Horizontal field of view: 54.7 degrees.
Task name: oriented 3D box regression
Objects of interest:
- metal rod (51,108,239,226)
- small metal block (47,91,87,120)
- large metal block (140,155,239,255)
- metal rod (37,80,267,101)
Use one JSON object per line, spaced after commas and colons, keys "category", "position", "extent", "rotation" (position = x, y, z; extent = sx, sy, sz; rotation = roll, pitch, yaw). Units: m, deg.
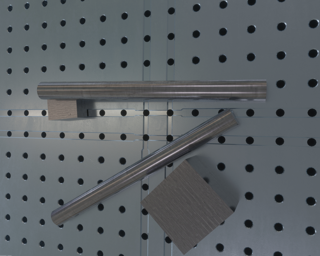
{"category": "metal rod", "position": [-0.032, 0.060, 0.423], "extent": [0.300, 0.025, 0.025], "rotation": [-31, 80, 17]}
{"category": "small metal block", "position": [-0.139, -0.038, 0.461], "extent": [0.050, 0.025, 0.050], "rotation": [-4, 89, 20]}
{"category": "large metal block", "position": [0.037, 0.093, 0.386], "extent": [0.080, 0.050, 0.080], "rotation": [-46, 76, 14]}
{"category": "metal rod", "position": [-0.021, -0.049, 0.404], "extent": [0.301, 0.025, 0.025], "rotation": [2, 91, 14]}
